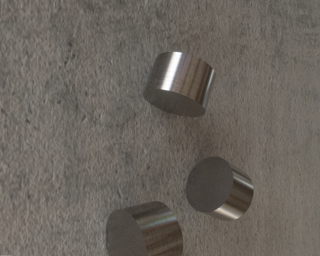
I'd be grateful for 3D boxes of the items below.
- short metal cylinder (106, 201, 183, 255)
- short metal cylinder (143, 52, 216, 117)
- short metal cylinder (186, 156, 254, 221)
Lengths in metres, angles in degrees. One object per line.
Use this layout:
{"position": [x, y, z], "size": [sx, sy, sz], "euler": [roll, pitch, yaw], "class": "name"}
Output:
{"position": [-0.020, 0.128, 0.355], "size": [0.050, 0.080, 0.079], "euler": [-2, 92, -40], "class": "short metal cylinder"}
{"position": [0.025, -0.053, 0.392], "size": [0.080, 0.080, 0.050], "euler": [29, 72, -37], "class": "short metal cylinder"}
{"position": [0.084, 0.087, 0.442], "size": [0.050, 0.080, 0.080], "euler": [31, 71, -36], "class": "short metal cylinder"}
